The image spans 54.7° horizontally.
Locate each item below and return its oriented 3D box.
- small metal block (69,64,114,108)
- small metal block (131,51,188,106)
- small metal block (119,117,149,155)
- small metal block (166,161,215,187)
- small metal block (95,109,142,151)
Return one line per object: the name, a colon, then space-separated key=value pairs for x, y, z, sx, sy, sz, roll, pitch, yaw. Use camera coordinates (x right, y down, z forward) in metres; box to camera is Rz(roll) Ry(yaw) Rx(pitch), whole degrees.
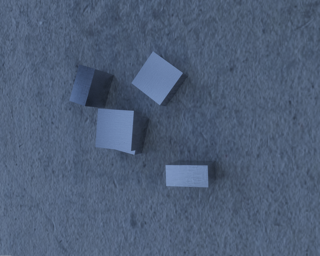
small metal block: x=-0.093 y=-0.056 z=0.427 sx=0.025 sy=0.050 sz=0.050 roll=19 pitch=96 yaw=19
small metal block: x=0.000 y=-0.064 z=0.408 sx=0.050 sy=0.025 sz=0.050 roll=39 pitch=102 yaw=15
small metal block: x=-0.047 y=0.005 z=0.425 sx=0.050 sy=0.025 sz=0.050 roll=14 pitch=94 yaw=19
small metal block: x=0.039 y=0.055 z=0.381 sx=0.050 sy=0.050 sz=0.025 roll=-2 pitch=90 yaw=19
small metal block: x=-0.053 y=0.002 z=0.400 sx=0.050 sy=0.025 sz=0.050 roll=5 pitch=92 yaw=19
